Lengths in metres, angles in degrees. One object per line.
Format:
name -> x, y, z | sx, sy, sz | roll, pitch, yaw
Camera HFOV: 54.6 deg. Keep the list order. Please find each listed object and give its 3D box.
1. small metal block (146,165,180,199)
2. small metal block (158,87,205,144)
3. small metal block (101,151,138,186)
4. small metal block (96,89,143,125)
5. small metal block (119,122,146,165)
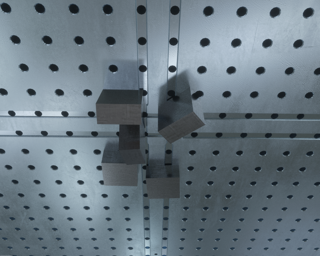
small metal block -> 0.005, 0.085, 0.483 | 0.050, 0.025, 0.050 | -2, 130, 1
small metal block -> 0.025, -0.016, 0.382 | 0.050, 0.050, 0.025 | -30, 124, 23
small metal block -> -0.058, 0.061, 0.463 | 0.050, 0.025, 0.050 | 1, 130, -2
small metal block -> -0.046, -0.026, 0.369 | 0.050, 0.050, 0.025 | 1, 115, -1
small metal block -> -0.035, 0.014, 0.397 | 0.025, 0.050, 0.050 | -4, 153, 4
